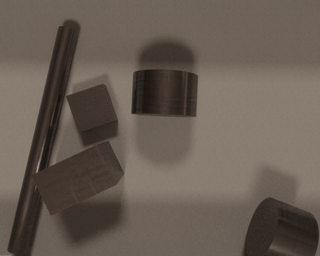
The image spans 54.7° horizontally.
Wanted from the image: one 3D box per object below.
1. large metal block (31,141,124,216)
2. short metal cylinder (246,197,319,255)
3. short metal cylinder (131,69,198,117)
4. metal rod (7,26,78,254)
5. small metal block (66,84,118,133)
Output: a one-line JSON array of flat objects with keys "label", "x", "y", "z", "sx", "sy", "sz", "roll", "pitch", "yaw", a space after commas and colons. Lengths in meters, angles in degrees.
[{"label": "large metal block", "x": -0.096, "y": 0.057, "z": 0.383, "sx": 0.080, "sy": 0.080, "sz": 0.050, "roll": -25, "pitch": 90, "yaw": 0}, {"label": "short metal cylinder", "x": 0.150, "y": 0.134, "z": 0.386, "sx": 0.050, "sy": 0.080, "sz": 0.080, "roll": 22, "pitch": 90, "yaw": 0}, {"label": "short metal cylinder", "x": 0.006, "y": -0.040, "z": 0.384, "sx": 0.081, "sy": 0.080, "sz": 0.050, "roll": 3, "pitch": 90, "yaw": -1}, {"label": "metal rod", "x": -0.155, "y": 0.015, "z": 0.409, "sx": 0.025, "sy": 0.025, "sz": 0.298, "roll": 13, "pitch": 90, "yaw": -1}, {"label": "small metal block", "x": -0.089, "y": -0.026, "z": 0.410, "sx": 0.050, "sy": 0.025, "sz": 0.050, "roll": -19, "pitch": 90, "yaw": -1}]
